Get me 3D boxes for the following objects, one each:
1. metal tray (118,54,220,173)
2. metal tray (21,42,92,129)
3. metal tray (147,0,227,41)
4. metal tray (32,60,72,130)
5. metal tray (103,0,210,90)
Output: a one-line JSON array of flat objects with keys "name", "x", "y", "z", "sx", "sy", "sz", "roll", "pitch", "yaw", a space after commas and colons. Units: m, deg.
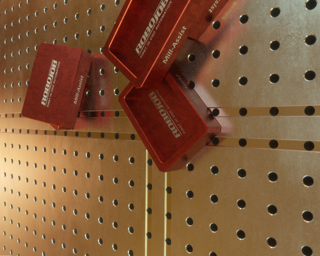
[{"name": "metal tray", "x": 0.006, "y": -0.020, "z": 0.401, "sx": 0.090, "sy": 0.030, "sz": 0.130, "roll": -47, "pitch": 62, "yaw": 30}, {"name": "metal tray", "x": -0.173, "y": -0.072, "z": 0.520, "sx": 0.090, "sy": 0.030, "sz": 0.129, "roll": 13, "pitch": 88, "yaw": 21}, {"name": "metal tray", "x": 0.047, "y": -0.183, "z": 0.367, "sx": 0.129, "sy": 0.030, "sz": 0.090, "roll": -50, "pitch": 61, "yaw": 28}, {"name": "metal tray", "x": -0.197, "y": -0.063, "z": 0.570, "sx": 0.130, "sy": 0.030, "sz": 0.089, "roll": 34, "pitch": 111, "yaw": 35}, {"name": "metal tray", "x": -0.011, "y": -0.122, "z": 0.375, "sx": 0.090, "sy": 0.030, "sz": 0.129, "roll": 47, "pitch": 118, "yaw": 30}]
